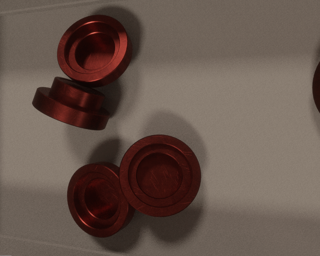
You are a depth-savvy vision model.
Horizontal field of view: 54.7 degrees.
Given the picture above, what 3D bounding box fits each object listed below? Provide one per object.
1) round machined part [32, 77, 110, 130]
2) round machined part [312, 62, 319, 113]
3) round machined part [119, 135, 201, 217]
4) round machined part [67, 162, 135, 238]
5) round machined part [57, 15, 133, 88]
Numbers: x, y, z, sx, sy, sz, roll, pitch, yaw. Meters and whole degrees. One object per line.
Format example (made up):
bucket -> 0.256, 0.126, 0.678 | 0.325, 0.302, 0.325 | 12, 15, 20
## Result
round machined part -> -0.112, -0.036, 0.410 | 0.098, 0.098, 0.042 | 26, 99, 18
round machined part -> 0.210, -0.043, 0.310 | 0.098, 0.042, 0.097 | 27, 121, 57
round machined part -> -0.002, 0.060, 0.387 | 0.099, 0.042, 0.098 | 2, 75, -7
round machined part -> -0.075, 0.094, 0.423 | 0.098, 0.042, 0.097 | 1, 93, 25
round machined part -> -0.084, -0.100, 0.421 | 0.098, 0.042, 0.098 | -3, 74, 11
